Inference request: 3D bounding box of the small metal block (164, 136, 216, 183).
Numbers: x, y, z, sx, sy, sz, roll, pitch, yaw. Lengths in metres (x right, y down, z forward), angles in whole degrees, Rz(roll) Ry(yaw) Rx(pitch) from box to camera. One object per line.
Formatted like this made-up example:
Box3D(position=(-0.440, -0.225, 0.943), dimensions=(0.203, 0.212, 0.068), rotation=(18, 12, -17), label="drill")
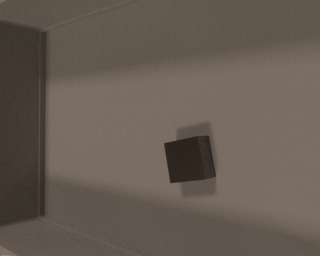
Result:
Box3D(position=(0.036, 0.038, 0.376), dimensions=(0.050, 0.025, 0.050), rotation=(-15, 81, 38), label="small metal block")
